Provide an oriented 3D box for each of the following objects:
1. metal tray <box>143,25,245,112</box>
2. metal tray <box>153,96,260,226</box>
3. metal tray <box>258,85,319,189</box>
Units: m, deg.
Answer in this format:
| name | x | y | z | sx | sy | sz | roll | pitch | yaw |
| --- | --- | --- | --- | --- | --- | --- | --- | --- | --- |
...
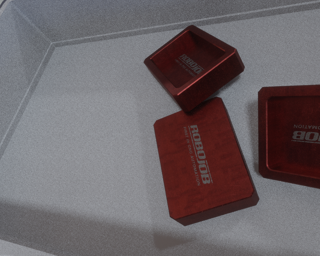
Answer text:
| name | x | y | z | sx | sy | sz | roll | pitch | yaw |
| --- | --- | --- | --- | --- | --- | --- | --- | --- | --- |
| metal tray | 0.039 | -0.084 | 0.411 | 0.090 | 0.030 | 0.130 | -37 | 36 | 3 |
| metal tray | 0.047 | 0.035 | 0.355 | 0.090 | 0.030 | 0.130 | -21 | 54 | 15 |
| metal tray | 0.151 | 0.007 | 0.266 | 0.130 | 0.030 | 0.089 | 5 | 100 | 48 |
